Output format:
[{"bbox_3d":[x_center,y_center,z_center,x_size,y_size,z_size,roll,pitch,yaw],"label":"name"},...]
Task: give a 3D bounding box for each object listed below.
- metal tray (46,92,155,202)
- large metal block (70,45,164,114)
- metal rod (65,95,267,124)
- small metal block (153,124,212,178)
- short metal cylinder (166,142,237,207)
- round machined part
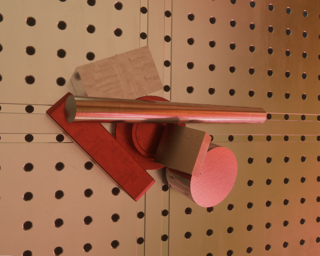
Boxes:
[{"bbox_3d":[-0.071,0.021,0.352,0.030,0.090,0.130,-46,105,-14],"label":"metal tray"},{"bbox_3d":[-0.054,-0.052,0.363,0.081,0.080,0.050,-22,98,-19],"label":"large metal block"},{"bbox_3d":[0.035,-0.018,0.376,0.302,0.025,0.025,0,90,-40],"label":"metal rod"},{"bbox_3d":[0.027,0.025,0.364,0.025,0.050,0.050,36,72,-60],"label":"small metal block"},{"bbox_3d":[0.055,0.057,0.408,0.081,0.050,0.079,-10,108,-33],"label":"short metal cylinder"},{"bbox_3d":[-0.010,0.006,0.404,0.099,0.042,0.097,0,90,-21],"label":"round machined part"}]
